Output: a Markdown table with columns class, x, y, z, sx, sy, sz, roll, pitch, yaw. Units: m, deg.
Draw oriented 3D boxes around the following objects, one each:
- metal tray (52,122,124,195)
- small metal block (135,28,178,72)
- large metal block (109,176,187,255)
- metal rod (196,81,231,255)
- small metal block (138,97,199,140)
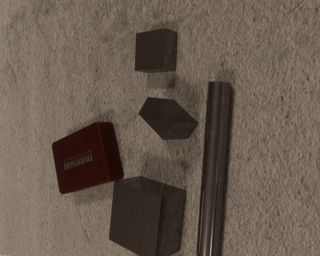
| class | x | y | z | sx | sy | sz | roll | pitch | yaw |
| --- | --- | --- | --- | --- | --- | --- | --- | --- | --- |
| metal tray | -0.120 | 0.051 | 0.498 | 0.130 | 0.030 | 0.090 | -21 | 77 | 37 |
| small metal block | -0.005 | -0.100 | 0.408 | 0.050 | 0.025 | 0.050 | 4 | 93 | 39 |
| large metal block | -0.017 | 0.113 | 0.401 | 0.080 | 0.050 | 0.079 | 10 | 96 | 39 |
| metal rod | 0.058 | 0.098 | 0.355 | 0.025 | 0.025 | 0.298 | 6 | 94 | 39 |
| small metal block | 0.011 | -0.012 | 0.378 | 0.050 | 0.050 | 0.025 | 46 | 117 | 30 |
